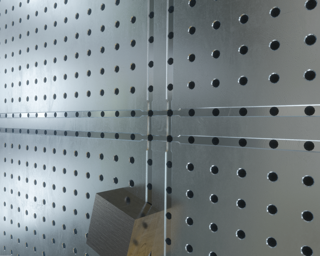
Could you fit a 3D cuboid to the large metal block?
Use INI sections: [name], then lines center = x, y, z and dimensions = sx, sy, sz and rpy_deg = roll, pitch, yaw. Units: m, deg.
[large metal block]
center = -0.053, 0.141, 0.438
dimensions = 0.080, 0.050, 0.080
rpy_deg = 21, 103, 38
